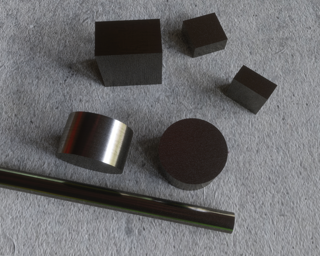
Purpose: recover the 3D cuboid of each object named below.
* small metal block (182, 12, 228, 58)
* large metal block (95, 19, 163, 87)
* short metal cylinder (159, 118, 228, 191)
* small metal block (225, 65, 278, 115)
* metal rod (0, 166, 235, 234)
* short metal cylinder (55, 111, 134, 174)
[{"bbox_3d":[0.065,-0.138,0.459,0.050,0.025,0.050,-17,71,-7],"label":"small metal block"},{"bbox_3d":[-0.039,-0.098,0.414,0.081,0.080,0.050,-3,70,-2],"label":"large metal block"},{"bbox_3d":[0.038,0.034,0.383,0.081,0.050,0.080,0,70,0],"label":"short metal cylinder"},{"bbox_3d":[0.120,-0.050,0.415,0.050,0.050,0.025,35,74,11],"label":"small metal block"},{"bbox_3d":[-0.062,0.086,0.376,0.302,0.025,0.025,10,70,3],"label":"metal rod"},{"bbox_3d":[-0.077,0.020,0.371,0.080,0.080,0.050,12,71,4],"label":"short metal cylinder"}]
